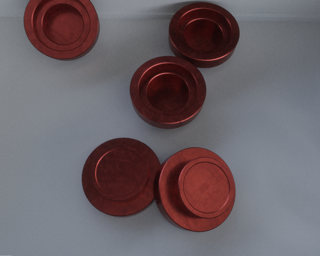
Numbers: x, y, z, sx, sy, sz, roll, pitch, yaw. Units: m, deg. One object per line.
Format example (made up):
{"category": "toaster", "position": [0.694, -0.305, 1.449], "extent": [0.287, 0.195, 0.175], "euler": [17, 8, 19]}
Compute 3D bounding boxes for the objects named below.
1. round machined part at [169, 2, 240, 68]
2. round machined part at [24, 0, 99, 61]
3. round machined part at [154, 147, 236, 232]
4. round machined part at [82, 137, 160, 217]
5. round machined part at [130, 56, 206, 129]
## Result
{"category": "round machined part", "position": [0.061, -0.129, 0.448], "extent": [0.099, 0.042, 0.098], "euler": [0, 70, -1]}
{"category": "round machined part", "position": [-0.135, -0.144, 0.439], "extent": [0.099, 0.042, 0.097], "euler": [-1, 96, -5]}
{"category": "round machined part", "position": [0.046, 0.070, 0.361], "extent": [0.099, 0.042, 0.098], "euler": [5, 74, -18]}
{"category": "round machined part", "position": [-0.047, 0.058, 0.379], "extent": [0.099, 0.042, 0.098], "euler": [0, 70, 0]}
{"category": "round machined part", "position": [0.010, -0.044, 0.417], "extent": [0.099, 0.042, 0.098], "euler": [0, 70, -1]}
